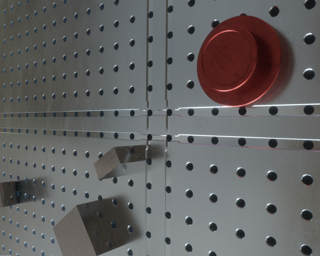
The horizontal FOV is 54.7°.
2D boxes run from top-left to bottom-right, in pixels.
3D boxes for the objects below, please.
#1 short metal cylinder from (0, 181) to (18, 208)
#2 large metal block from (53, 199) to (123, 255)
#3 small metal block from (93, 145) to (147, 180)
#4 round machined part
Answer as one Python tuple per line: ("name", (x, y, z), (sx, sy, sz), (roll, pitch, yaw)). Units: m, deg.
("short metal cylinder", (-0.351, 0.146, 0.663), (0.080, 0.081, 0.050), (-16, 80, 39))
("large metal block", (-0.116, 0.171, 0.489), (0.080, 0.050, 0.080), (-44, 64, 31))
("small metal block", (-0.057, 0.048, 0.440), (0.050, 0.050, 0.025), (-38, 67, 33))
("round machined part", (0.080, -0.071, 0.332), (0.098, 0.042, 0.097), (0, 90, 40))
